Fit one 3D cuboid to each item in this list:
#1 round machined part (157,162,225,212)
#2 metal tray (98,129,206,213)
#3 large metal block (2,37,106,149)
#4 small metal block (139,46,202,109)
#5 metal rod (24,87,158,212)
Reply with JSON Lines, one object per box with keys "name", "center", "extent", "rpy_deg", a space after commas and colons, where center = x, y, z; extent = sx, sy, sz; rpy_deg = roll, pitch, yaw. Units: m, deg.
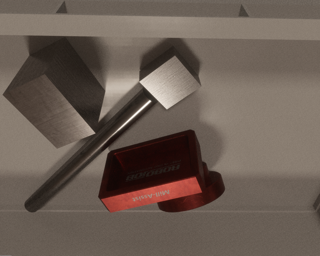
{"name": "round machined part", "center": [0.039, 0.079, 0.441], "extent": [0.098, 0.098, 0.042], "rpy_deg": [-16, 95, 13]}
{"name": "metal tray", "center": [-0.010, 0.055, 0.412], "extent": [0.130, 0.090, 0.030], "rpy_deg": [-15, 125, 12]}
{"name": "large metal block", "center": [-0.108, -0.039, 0.338], "extent": [0.050, 0.080, 0.080], "rpy_deg": [-21, 127, 16]}
{"name": "small metal block", "center": [0.012, -0.057, 0.359], "extent": [0.050, 0.025, 0.050], "rpy_deg": [-33, 123, 21]}
{"name": "metal rod", "center": [-0.112, 0.044, 0.445], "extent": [0.025, 0.025, 0.299], "rpy_deg": [35, 122, -26]}
